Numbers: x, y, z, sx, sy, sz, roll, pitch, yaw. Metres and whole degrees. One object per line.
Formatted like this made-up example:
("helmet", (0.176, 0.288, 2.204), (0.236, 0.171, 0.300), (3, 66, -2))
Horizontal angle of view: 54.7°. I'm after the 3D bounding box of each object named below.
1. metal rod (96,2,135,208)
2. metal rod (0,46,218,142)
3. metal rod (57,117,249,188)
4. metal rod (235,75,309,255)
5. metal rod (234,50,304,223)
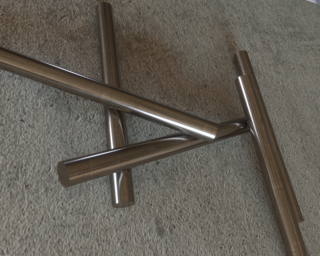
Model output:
("metal rod", (-0.061, -0.049, 0.400), (0.025, 0.025, 0.299), (5, 60, -26))
("metal rod", (-0.076, -0.044, 0.361), (0.302, 0.025, 0.025), (19, 54, -7))
("metal rod", (0.024, 0.018, 0.382), (0.302, 0.025, 0.025), (-12, 68, -40))
("metal rod", (0.154, 0.064, 0.425), (0.025, 0.025, 0.299), (-1, 69, -29))
("metal rod", (0.165, -0.002, 0.493), (0.025, 0.025, 0.299), (6, 59, -25))
